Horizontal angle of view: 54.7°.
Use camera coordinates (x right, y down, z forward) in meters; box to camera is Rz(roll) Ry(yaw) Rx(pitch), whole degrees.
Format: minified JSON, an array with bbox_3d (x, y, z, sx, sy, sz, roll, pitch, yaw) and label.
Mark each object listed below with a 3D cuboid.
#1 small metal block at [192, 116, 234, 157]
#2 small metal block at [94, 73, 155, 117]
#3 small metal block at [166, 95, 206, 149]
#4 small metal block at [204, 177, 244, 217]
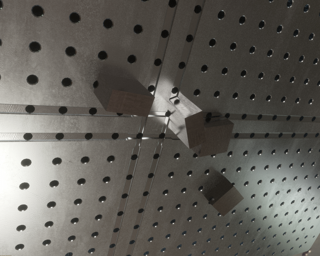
[{"bbox_3d":[0.078,0.012,0.464,0.050,0.025,0.050,-7,122,-25],"label":"small metal block"},{"bbox_3d":[-0.041,-0.038,0.350,0.050,0.050,0.025,7,115,-32],"label":"small metal block"},{"bbox_3d":[0.035,-0.009,0.410,0.025,0.050,0.050,-23,127,-15],"label":"small metal block"},{"bbox_3d":[0.115,0.124,0.554,0.050,0.025,0.050,-42,130,0],"label":"small metal block"}]
